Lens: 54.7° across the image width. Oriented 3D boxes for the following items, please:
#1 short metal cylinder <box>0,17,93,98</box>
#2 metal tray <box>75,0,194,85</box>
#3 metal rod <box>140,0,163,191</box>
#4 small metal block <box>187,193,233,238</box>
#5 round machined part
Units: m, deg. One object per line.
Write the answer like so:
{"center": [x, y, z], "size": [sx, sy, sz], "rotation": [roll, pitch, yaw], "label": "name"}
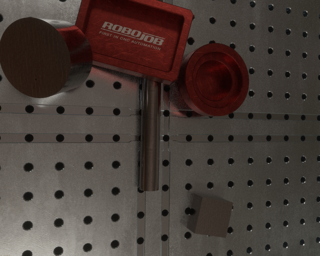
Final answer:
{"center": [-0.121, -0.076, 0.335], "size": [0.080, 0.050, 0.079], "rotation": [4, 107, 12], "label": "short metal cylinder"}
{"center": [-0.034, -0.113, 0.378], "size": [0.131, 0.030, 0.090], "rotation": [14, 88, -6], "label": "metal tray"}
{"center": [-0.011, -0.068, 0.409], "size": [0.025, 0.025, 0.298], "rotation": [2, 90, -20], "label": "metal rod"}
{"center": [0.071, 0.124, 0.441], "size": [0.050, 0.025, 0.050], "rotation": [15, 85, -20], "label": "small metal block"}
{"center": [0.070, -0.065, 0.431], "size": [0.099, 0.042, 0.097], "rotation": [0, 90, -21], "label": "round machined part"}
